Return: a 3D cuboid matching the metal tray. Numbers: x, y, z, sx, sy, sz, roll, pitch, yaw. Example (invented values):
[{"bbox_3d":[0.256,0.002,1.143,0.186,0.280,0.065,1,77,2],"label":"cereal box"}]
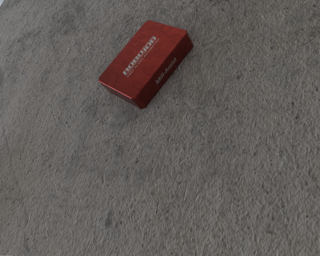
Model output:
[{"bbox_3d":[-0.022,-0.100,0.474,0.090,0.030,0.130,30,78,37],"label":"metal tray"}]
